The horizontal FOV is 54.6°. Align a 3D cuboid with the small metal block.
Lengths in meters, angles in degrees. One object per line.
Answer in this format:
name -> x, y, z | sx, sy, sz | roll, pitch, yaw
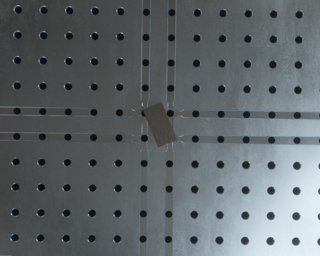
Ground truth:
small metal block -> 0.000, -0.004, 0.401 | 0.025, 0.050, 0.050 | -22, 91, 0
